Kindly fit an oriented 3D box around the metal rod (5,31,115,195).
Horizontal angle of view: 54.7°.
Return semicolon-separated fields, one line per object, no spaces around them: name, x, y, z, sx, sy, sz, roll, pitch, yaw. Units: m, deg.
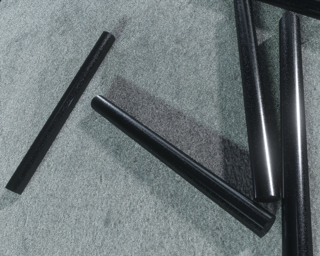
metal rod;-0.154;-0.035;0.503;0.025;0.025;0.300;14;69;33

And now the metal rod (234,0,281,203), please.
metal rod;0.113;-0.059;0.380;0.025;0.025;0.299;-10;57;22

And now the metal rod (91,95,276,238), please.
metal rod;0.003;0.027;0.384;0.300;0.025;0.025;34;81;38

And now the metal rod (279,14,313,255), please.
metal rod;0.142;-0.006;0.332;0.025;0.025;0.299;-4;60;26

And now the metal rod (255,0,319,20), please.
metal rod;0.173;-0.174;0.418;0.025;0.025;0.300;-47;52;-4
